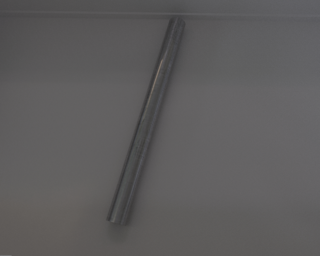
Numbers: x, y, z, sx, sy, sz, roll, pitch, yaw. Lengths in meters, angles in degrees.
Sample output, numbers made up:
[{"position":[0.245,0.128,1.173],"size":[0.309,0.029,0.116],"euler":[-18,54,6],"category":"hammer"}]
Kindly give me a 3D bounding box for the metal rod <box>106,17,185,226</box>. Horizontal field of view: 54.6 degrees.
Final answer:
[{"position":[-0.013,-0.023,0.417],"size":[0.025,0.025,0.300],"euler":[14,71,5],"category":"metal rod"}]
